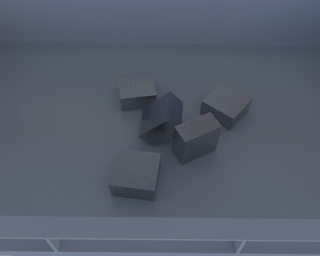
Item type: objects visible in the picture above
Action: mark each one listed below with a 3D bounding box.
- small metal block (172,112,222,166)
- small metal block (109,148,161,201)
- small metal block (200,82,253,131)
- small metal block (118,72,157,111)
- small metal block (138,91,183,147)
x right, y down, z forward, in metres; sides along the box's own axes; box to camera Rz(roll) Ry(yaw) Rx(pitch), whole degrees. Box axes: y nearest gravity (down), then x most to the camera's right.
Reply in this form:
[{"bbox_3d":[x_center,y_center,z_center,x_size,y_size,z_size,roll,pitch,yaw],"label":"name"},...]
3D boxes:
[{"bbox_3d":[0.044,0.014,0.378,0.050,0.050,0.025,-22,56,-18],"label":"small metal block"},{"bbox_3d":[-0.027,0.054,0.360,0.050,0.025,0.050,6,50,5],"label":"small metal block"},{"bbox_3d":[0.092,-0.031,0.432,0.050,0.025,0.050,33,57,24],"label":"small metal block"},{"bbox_3d":[-0.033,-0.053,0.449,0.050,0.025,0.050,-7,50,-6],"label":"small metal block"},{"bbox_3d":[0.001,-0.011,0.396,0.025,0.050,0.050,36,42,-30],"label":"small metal block"}]
